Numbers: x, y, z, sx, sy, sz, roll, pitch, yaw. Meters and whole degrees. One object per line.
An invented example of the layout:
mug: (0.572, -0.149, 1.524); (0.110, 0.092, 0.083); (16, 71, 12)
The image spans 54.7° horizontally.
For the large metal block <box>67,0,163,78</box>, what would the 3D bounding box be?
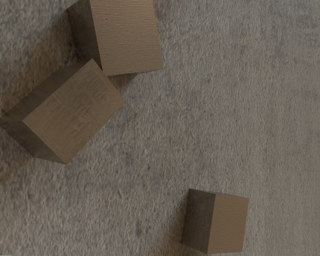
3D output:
large metal block: (-0.049, -0.099, 0.349); (0.081, 0.050, 0.079); (-16, 100, -39)

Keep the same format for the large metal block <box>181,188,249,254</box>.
large metal block: (0.083, 0.137, 0.461); (0.081, 0.050, 0.080); (16, 80, -39)

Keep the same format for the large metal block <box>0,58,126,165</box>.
large metal block: (-0.094, -0.016, 0.292); (0.080, 0.080, 0.050); (-51, 121, -28)
